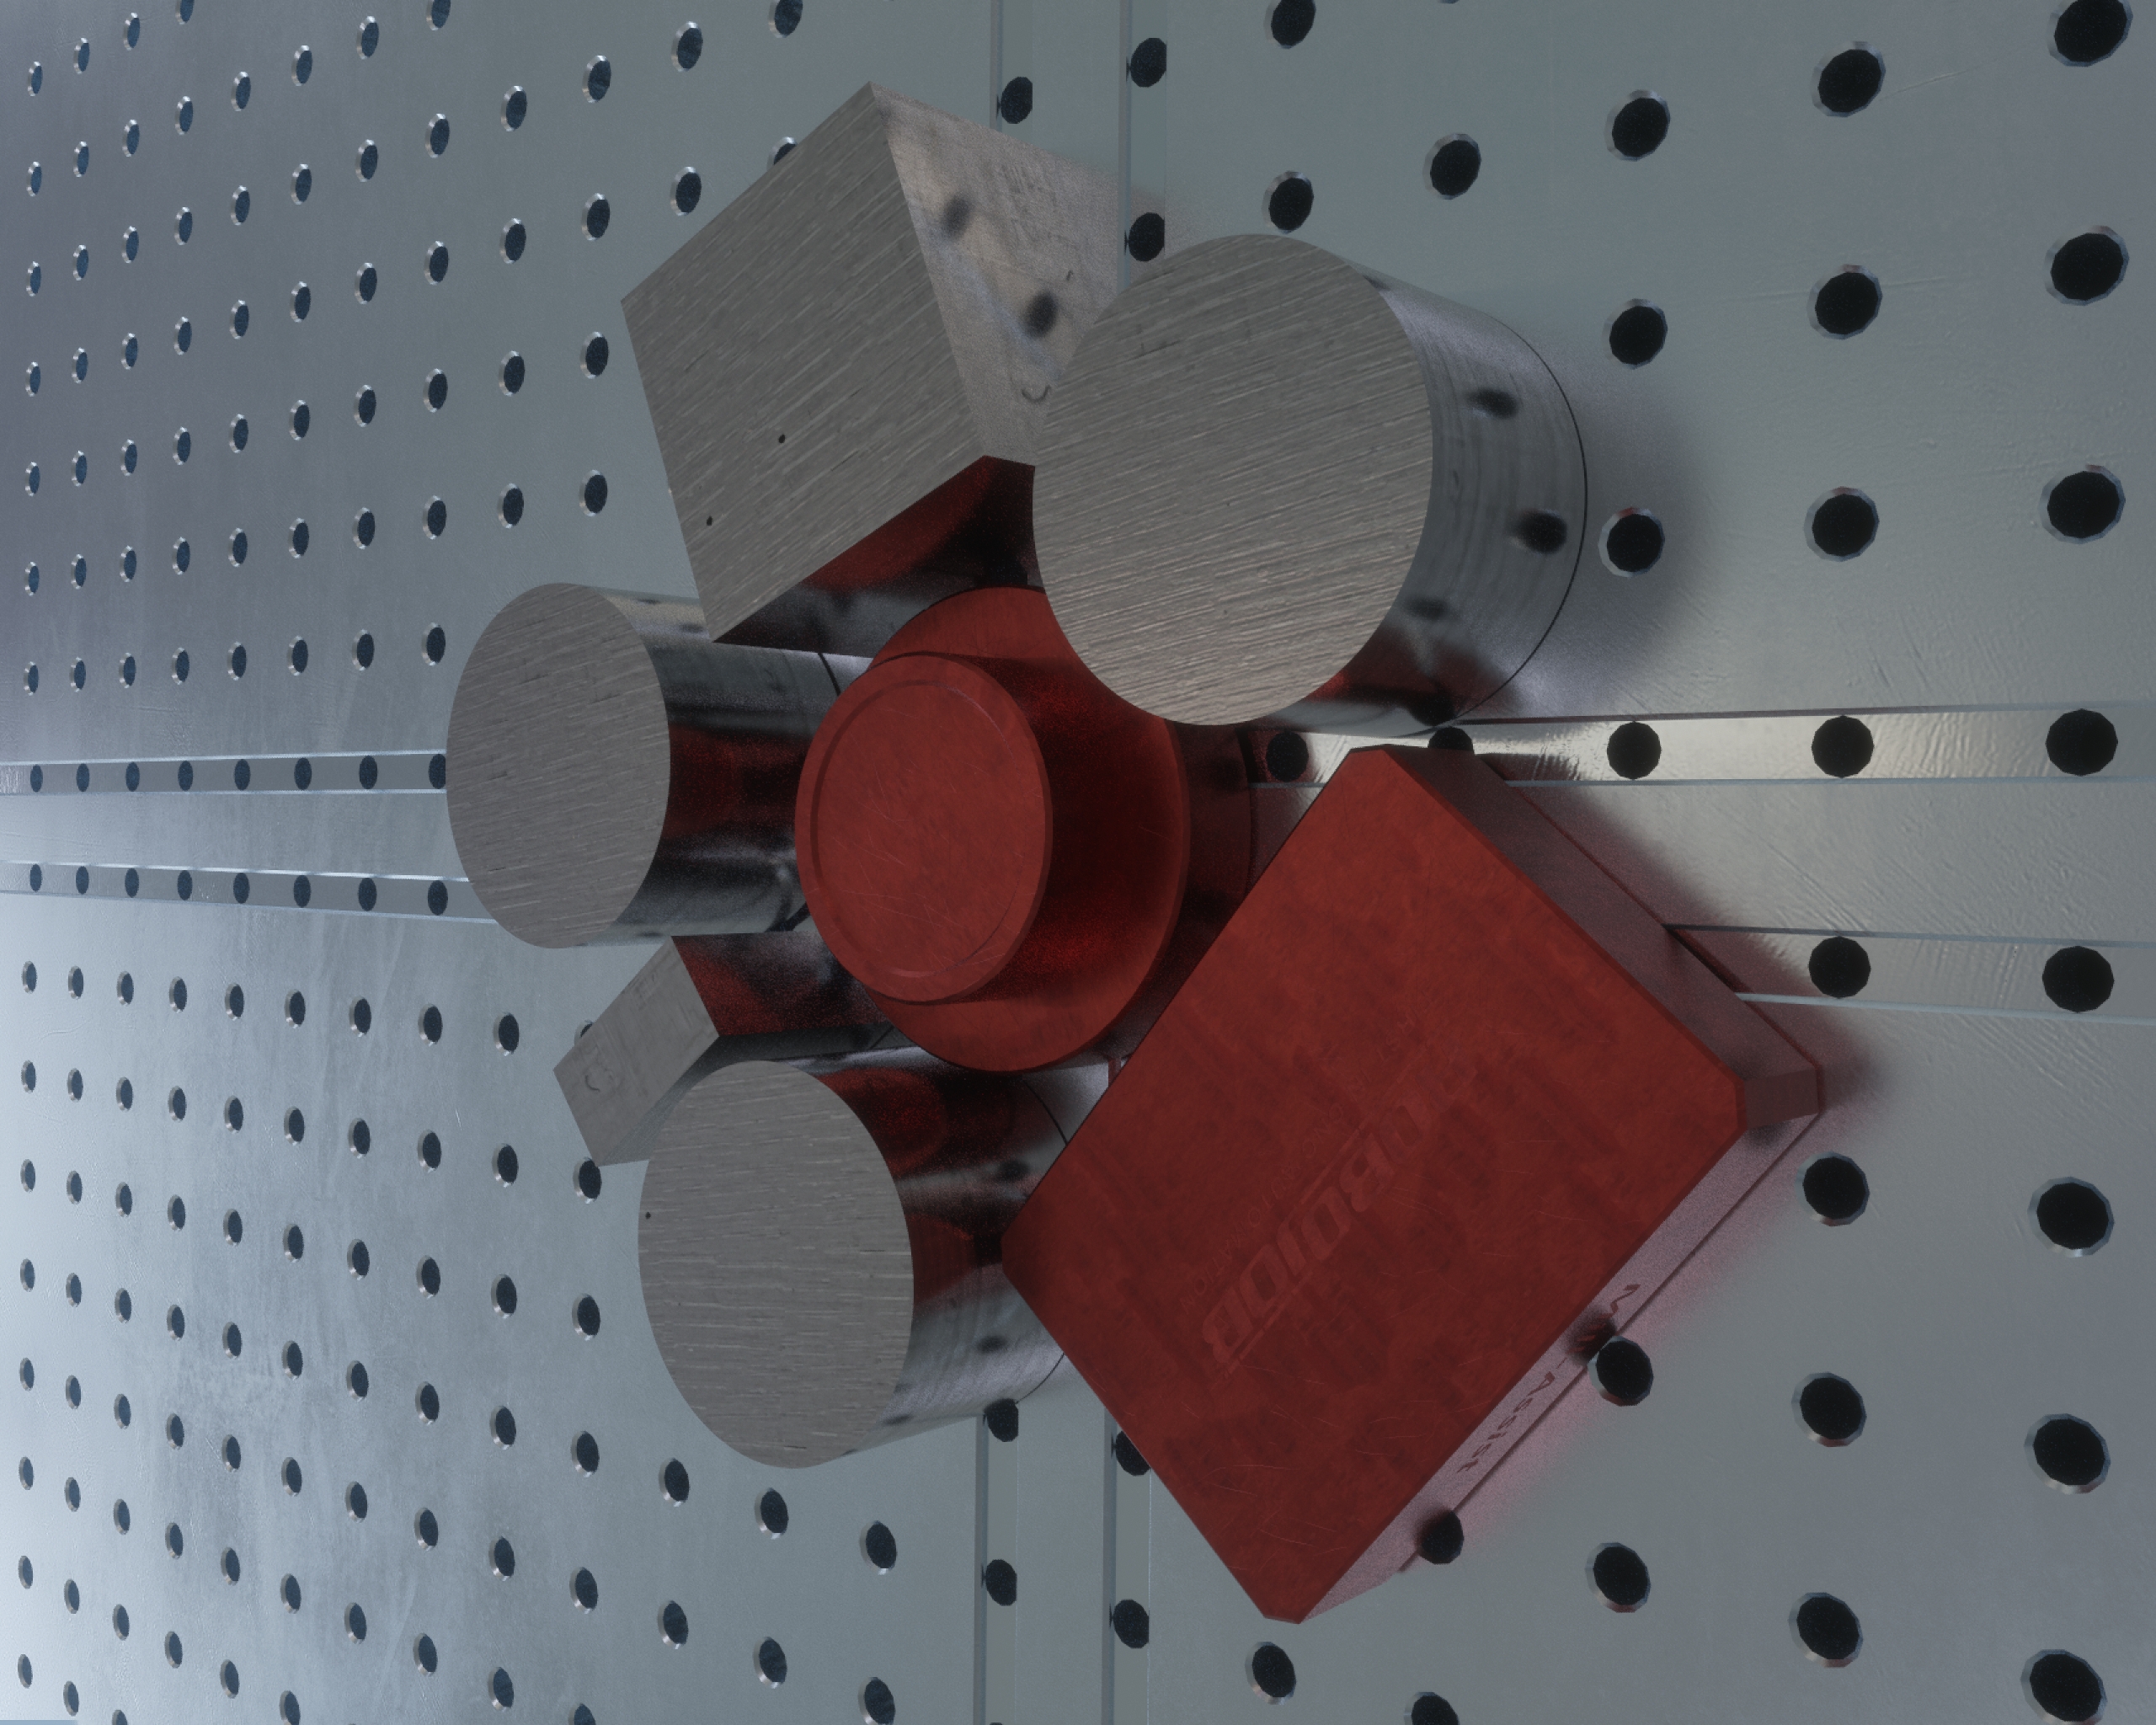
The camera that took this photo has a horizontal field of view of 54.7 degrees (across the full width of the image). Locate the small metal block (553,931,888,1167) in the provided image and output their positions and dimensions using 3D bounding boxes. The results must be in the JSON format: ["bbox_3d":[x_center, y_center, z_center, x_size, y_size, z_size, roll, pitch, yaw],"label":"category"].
[{"bbox_3d":[-0.077,0.040,0.456,0.050,0.050,0.025,-45,63,31],"label":"small metal block"}]

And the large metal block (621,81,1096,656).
[{"bbox_3d":[-0.041,-0.096,0.427,0.080,0.050,0.080,-27,73,37],"label":"large metal block"}]

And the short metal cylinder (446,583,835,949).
[{"bbox_3d":[-0.098,-0.021,0.473,0.080,0.050,0.080,0,90,40],"label":"short metal cylinder"}]

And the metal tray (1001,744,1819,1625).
[{"bbox_3d":[0.051,0.055,0.363,0.090,0.030,0.129,48,118,29],"label":"metal tray"}]

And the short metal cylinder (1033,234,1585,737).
[{"bbox_3d":[0.039,-0.062,0.360,0.080,0.050,0.080,0,90,40],"label":"short metal cylinder"}]

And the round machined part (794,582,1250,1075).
[{"bbox_3d":[-0.018,-0.007,0.412,0.098,0.042,0.097,0,90,40],"label":"round machined part"}]

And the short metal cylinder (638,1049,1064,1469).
[{"bbox_3d":[-0.045,0.079,0.430,0.080,0.050,0.080,0,90,40],"label":"short metal cylinder"}]
